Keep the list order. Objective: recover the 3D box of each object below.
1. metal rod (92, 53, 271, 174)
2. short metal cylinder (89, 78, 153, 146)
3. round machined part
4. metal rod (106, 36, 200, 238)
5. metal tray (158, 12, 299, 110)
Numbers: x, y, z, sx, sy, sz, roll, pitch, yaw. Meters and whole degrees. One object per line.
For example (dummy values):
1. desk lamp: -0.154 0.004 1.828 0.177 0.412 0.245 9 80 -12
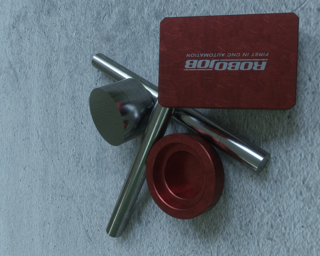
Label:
1. metal rod: 0.005 -0.035 0.403 0.300 0.025 0.025 35 112 34
2. short metal cylinder: -0.051 -0.022 0.415 0.080 0.050 0.079 29 132 40
3. round machined part: 0.033 0.055 0.368 0.098 0.042 0.097 0 90 40
4. metal rod: -0.017 0.030 0.398 0.025 0.025 0.298 40 121 32
5. metal tray: 0.066 -0.064 0.312 0.131 0.030 0.089 2 92 12
